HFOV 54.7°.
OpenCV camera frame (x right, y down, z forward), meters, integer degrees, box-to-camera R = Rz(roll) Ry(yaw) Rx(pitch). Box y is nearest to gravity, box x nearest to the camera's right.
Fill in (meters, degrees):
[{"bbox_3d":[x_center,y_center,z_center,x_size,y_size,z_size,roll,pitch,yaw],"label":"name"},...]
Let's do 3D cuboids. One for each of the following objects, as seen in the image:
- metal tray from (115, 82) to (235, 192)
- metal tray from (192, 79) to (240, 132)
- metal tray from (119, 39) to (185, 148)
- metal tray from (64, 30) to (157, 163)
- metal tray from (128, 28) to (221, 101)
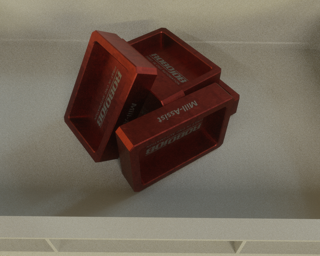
[{"bbox_3d":[0.018,0.011,0.351,0.131,0.089,0.030,-26,55,-21],"label":"metal tray"},{"bbox_3d":[0.037,-0.053,0.447,0.091,0.030,0.130,-28,55,-20],"label":"metal tray"},{"bbox_3d":[-0.023,-0.043,0.396,0.030,0.089,0.130,-30,57,-23],"label":"metal tray"},{"bbox_3d":[-0.064,-0.035,0.366,0.030,0.129,0.090,-6,42,-47],"label":"metal tray"},{"bbox_3d":[0.009,-0.086,0.433,0.091,0.030,0.130,-30,56,-23],"label":"metal tray"}]
